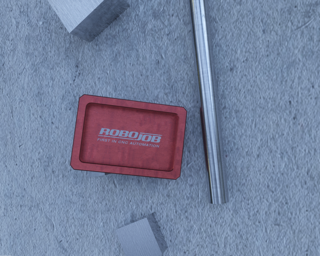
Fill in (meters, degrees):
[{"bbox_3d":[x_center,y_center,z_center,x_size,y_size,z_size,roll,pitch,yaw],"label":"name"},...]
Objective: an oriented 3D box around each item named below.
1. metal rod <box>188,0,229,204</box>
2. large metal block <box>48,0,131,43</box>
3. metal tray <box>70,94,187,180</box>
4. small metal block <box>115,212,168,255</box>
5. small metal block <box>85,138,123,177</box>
[{"bbox_3d":[0.058,-0.057,0.387,0.025,0.025,0.298,-6,88,19],"label":"metal rod"},{"bbox_3d":[-0.103,-0.181,0.431,0.080,0.050,0.080,-37,79,16],"label":"large metal block"},{"bbox_3d":[-0.037,0.012,0.384,0.131,0.030,0.089,7,85,-7],"label":"metal tray"},{"bbox_3d":[-0.025,0.149,0.417,0.050,0.025,0.050,-27,82,17],"label":"small metal block"},{"bbox_3d":[-0.076,0.037,0.421,0.025,0.050,0.050,-10,87,21],"label":"small metal block"}]
